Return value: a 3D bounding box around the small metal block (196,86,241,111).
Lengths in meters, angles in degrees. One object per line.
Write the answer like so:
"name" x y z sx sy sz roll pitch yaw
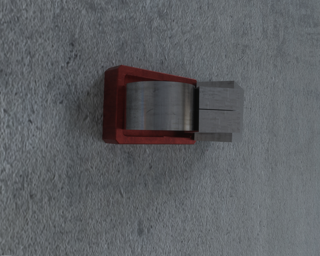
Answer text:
"small metal block" 0.062 -0.032 0.374 0.050 0.050 0.025 2 88 -14

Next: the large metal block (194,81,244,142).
"large metal block" 0.087 -0.020 0.444 0.080 0.050 0.080 7 86 -66

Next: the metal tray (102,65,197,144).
"metal tray" -0.008 -0.024 0.396 0.131 0.030 0.089 3 88 -40

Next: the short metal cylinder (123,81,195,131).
"short metal cylinder" -0.001 -0.022 0.353 0.081 0.080 0.050 1 90 -40

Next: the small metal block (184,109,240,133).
"small metal block" 0.062 -0.007 0.373 0.050 0.050 0.025 2 88 -14
